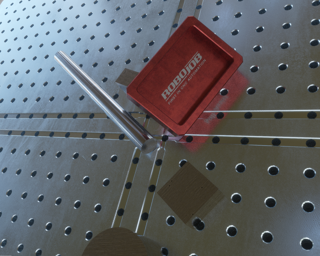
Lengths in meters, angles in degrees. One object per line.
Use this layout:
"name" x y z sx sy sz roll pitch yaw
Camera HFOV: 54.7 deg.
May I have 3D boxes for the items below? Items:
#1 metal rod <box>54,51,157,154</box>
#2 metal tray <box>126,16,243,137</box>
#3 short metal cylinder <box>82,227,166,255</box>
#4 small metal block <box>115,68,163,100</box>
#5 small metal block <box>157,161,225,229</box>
"metal rod" -0.101 -0.055 0.492 0.025 0.025 0.300 -45 51 -3
"metal tray" 0.031 -0.065 0.394 0.090 0.030 0.130 39 82 -2
"short metal cylinder" -0.037 0.149 0.319 0.080 0.050 0.080 -13 56 20
"small metal block" -0.027 -0.054 0.438 0.050 0.050 0.025 24 75 36
"small metal block" 0.034 0.074 0.344 0.050 0.025 0.050 -46 51 -4
